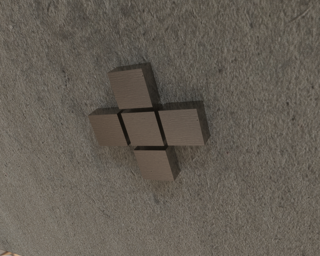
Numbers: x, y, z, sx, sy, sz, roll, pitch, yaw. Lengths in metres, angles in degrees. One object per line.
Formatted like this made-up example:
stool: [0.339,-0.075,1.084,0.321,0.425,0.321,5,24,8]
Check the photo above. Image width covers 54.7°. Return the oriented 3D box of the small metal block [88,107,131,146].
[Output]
small metal block: [-0.068,-0.002,0.441,0.050,0.025,0.050,-2,118,28]

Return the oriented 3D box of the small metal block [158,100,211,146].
small metal block: [0.031,-0.006,0.387,0.050,0.025,0.050,-2,118,28]

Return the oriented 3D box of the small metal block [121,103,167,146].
small metal block: [-0.018,-0.004,0.414,0.050,0.025,0.050,-2,118,28]

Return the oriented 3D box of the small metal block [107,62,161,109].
small metal block: [-0.032,-0.053,0.391,0.050,0.025,0.050,-2,118,28]

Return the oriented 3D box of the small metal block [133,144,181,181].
small metal block: [-0.003,0.046,0.437,0.050,0.025,0.050,-2,118,29]
